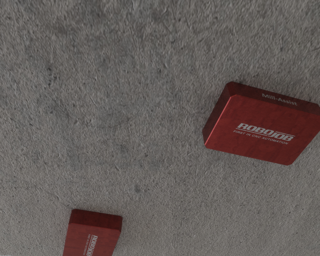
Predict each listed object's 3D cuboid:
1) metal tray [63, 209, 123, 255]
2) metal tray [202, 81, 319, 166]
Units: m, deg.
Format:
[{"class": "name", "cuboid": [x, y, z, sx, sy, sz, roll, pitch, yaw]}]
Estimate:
[{"class": "metal tray", "cuboid": [-0.128, 0.206, 0.578, 0.091, 0.030, 0.129, 12, 129, -11]}, {"class": "metal tray", "cuboid": [0.132, -0.002, 0.403, 0.131, 0.030, 0.089, 13, 129, -11]}]
